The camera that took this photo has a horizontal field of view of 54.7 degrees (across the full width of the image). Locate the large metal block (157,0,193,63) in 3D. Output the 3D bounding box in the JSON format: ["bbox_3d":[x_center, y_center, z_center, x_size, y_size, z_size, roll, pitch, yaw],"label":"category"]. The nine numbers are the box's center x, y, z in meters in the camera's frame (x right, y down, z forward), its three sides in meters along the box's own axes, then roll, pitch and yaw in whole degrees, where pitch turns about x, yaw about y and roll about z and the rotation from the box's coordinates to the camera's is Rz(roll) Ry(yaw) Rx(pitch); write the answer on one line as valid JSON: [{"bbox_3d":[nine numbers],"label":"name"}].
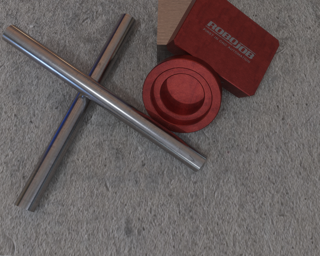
[{"bbox_3d":[0.037,-0.138,0.446,0.081,0.050,0.080,1,70,0],"label":"large metal block"}]

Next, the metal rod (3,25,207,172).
[{"bbox_3d":[-0.072,-0.039,0.398,0.301,0.025,0.025,34,73,2],"label":"metal rod"}]

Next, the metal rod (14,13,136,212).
[{"bbox_3d":[-0.105,-0.034,0.419,0.025,0.025,0.300,21,71,7],"label":"metal rod"}]

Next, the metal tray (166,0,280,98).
[{"bbox_3d":[0.086,-0.110,0.412,0.131,0.030,0.090,31,81,-15],"label":"metal tray"}]

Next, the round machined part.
[{"bbox_3d":[0.030,-0.046,0.398,0.098,0.097,0.042,17,29,6],"label":"round machined part"}]
